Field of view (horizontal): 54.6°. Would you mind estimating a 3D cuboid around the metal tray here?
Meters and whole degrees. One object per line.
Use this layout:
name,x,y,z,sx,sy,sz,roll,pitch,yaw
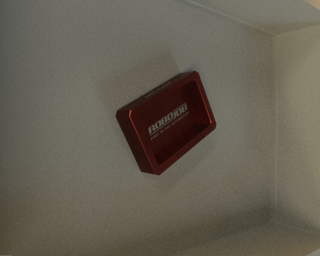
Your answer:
metal tray,0.014,-0.010,0.410,0.131,0.030,0.090,-35,112,-35
